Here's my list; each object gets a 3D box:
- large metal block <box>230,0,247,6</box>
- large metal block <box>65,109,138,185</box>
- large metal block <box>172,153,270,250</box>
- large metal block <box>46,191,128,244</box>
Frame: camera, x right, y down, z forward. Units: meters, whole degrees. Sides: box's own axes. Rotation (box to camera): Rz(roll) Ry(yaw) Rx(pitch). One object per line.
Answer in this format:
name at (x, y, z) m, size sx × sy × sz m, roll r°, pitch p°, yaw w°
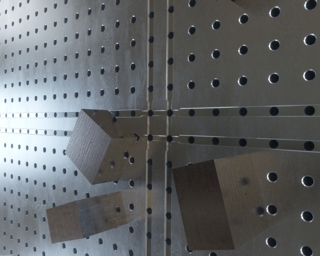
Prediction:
large metal block at (0.088, -0.191, 0.321) m, size 0.080 × 0.050 × 0.080 m, roll -33°, pitch 69°, yaw 35°
large metal block at (-0.091, 0.026, 0.470) m, size 0.080 × 0.050 × 0.080 m, roll 39°, pitch 114°, yaw 33°
large metal block at (0.064, 0.073, 0.321) m, size 0.050 × 0.081 × 0.080 m, roll -19°, pitch 78°, yaw 38°
large metal block at (-0.110, 0.133, 0.466) m, size 0.080 × 0.081 × 0.050 m, roll -23°, pitch 76°, yaw 38°
